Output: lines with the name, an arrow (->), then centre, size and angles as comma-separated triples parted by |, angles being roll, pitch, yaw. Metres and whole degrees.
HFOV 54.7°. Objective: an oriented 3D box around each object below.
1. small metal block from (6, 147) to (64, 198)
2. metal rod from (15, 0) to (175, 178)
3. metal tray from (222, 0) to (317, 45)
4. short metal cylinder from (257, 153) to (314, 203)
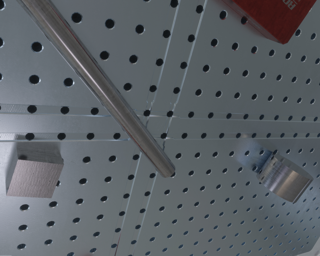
small metal block -> -0.148, 0.054, 0.364 | 0.050, 0.025, 0.050 | 12, 112, -34
metal rod -> -0.055, -0.032, 0.361 | 0.025, 0.025, 0.300 | -38, 129, -3
metal tray -> 0.135, -0.172, 0.376 | 0.131, 0.030, 0.090 | 21, 107, -36
short metal cylinder -> 0.221, 0.087, 0.551 | 0.081, 0.080, 0.050 | 18, 109, -35
